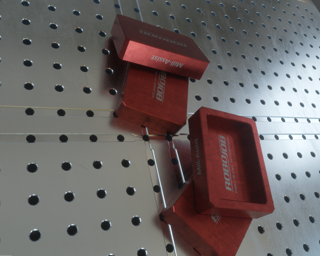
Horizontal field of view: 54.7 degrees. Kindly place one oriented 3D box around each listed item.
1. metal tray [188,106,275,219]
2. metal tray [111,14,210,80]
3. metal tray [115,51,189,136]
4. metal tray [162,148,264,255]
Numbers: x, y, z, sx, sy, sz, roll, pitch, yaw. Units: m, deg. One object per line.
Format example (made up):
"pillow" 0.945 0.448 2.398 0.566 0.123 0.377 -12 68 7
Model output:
"metal tray" 0.086 0.042 0.388 0.091 0.030 0.130 12 57 -22
"metal tray" -0.001 -0.119 0.456 0.131 0.030 0.090 10 36 -26
"metal tray" -0.006 -0.062 0.441 0.091 0.030 0.130 19 54 -18
"metal tray" 0.074 0.090 0.392 0.090 0.030 0.131 43 51 1
